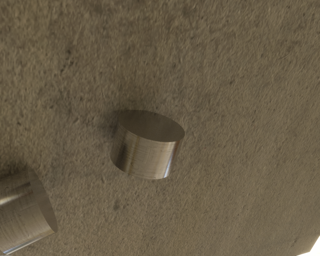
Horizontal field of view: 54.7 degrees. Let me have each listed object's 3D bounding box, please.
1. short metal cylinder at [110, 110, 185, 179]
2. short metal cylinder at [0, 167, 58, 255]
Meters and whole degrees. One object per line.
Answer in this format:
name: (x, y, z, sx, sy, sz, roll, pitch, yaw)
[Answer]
short metal cylinder: (-0.016, 0.018, 0.375, 0.081, 0.080, 0.050, 2, 118, -30)
short metal cylinder: (-0.154, 0.090, 0.344, 0.050, 0.080, 0.080, -23, 127, -15)
